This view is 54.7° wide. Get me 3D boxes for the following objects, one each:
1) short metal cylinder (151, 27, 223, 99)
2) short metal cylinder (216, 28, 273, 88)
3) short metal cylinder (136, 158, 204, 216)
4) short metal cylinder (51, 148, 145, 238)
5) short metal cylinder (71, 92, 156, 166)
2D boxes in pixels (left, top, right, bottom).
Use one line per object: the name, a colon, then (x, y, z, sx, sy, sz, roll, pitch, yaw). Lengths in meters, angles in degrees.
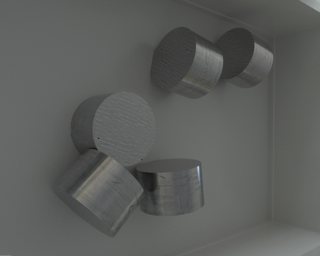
short metal cylinder: (0.034, -0.082, 0.401, 0.050, 0.080, 0.080, 15, 80, -39)
short metal cylinder: (0.125, -0.107, 0.478, 0.050, 0.080, 0.080, 14, 81, -40)
short metal cylinder: (0.013, 0.070, 0.384, 0.081, 0.080, 0.050, -9, 96, -40)
short metal cylinder: (-0.063, 0.067, 0.320, 0.050, 0.080, 0.080, -51, 120, -28)
short metal cylinder: (-0.052, 0.001, 0.349, 0.081, 0.050, 0.079, 0, 90, -40)
